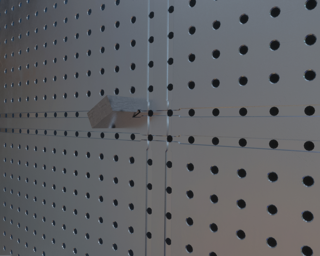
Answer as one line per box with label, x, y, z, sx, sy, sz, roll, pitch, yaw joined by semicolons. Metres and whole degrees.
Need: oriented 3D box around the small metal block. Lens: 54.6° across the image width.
small metal block;-0.068;-0.022;0.451;0.050;0.050;0.025;-35;69;35
